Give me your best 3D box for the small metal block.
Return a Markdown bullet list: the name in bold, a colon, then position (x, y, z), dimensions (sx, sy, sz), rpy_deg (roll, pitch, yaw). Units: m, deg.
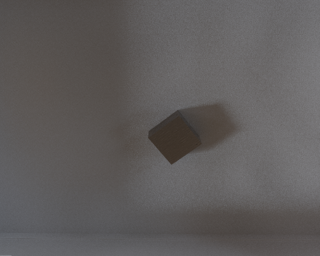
- **small metal block**: position (0.020, 0.013, 0.416), dimensions (0.050, 0.025, 0.050), rpy_deg (-36, 107, 12)
